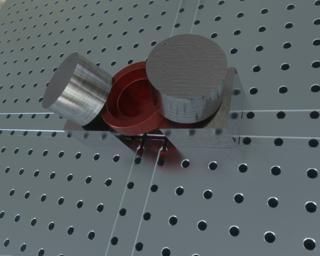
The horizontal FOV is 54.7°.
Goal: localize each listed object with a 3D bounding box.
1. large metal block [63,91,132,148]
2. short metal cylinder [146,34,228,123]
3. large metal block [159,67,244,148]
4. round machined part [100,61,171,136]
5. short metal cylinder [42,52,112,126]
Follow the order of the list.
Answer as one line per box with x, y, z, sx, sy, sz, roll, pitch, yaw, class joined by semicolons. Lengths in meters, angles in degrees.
-0.079;-0.020;0.446;0.080;0.050;0.080;1;62;28;large metal block
0.028;-0.052;0.328;0.080;0.050;0.080;-2;63;4;short metal cylinder
0.053;-0.023;0.378;0.080;0.050;0.080;-1;61;28;large metal block
-0.024;-0.033;0.393;0.098;0.042;0.098;-13;56;21;round machined part
-0.106;-0.049;0.397;0.080;0.050;0.080;-31;43;34;short metal cylinder
